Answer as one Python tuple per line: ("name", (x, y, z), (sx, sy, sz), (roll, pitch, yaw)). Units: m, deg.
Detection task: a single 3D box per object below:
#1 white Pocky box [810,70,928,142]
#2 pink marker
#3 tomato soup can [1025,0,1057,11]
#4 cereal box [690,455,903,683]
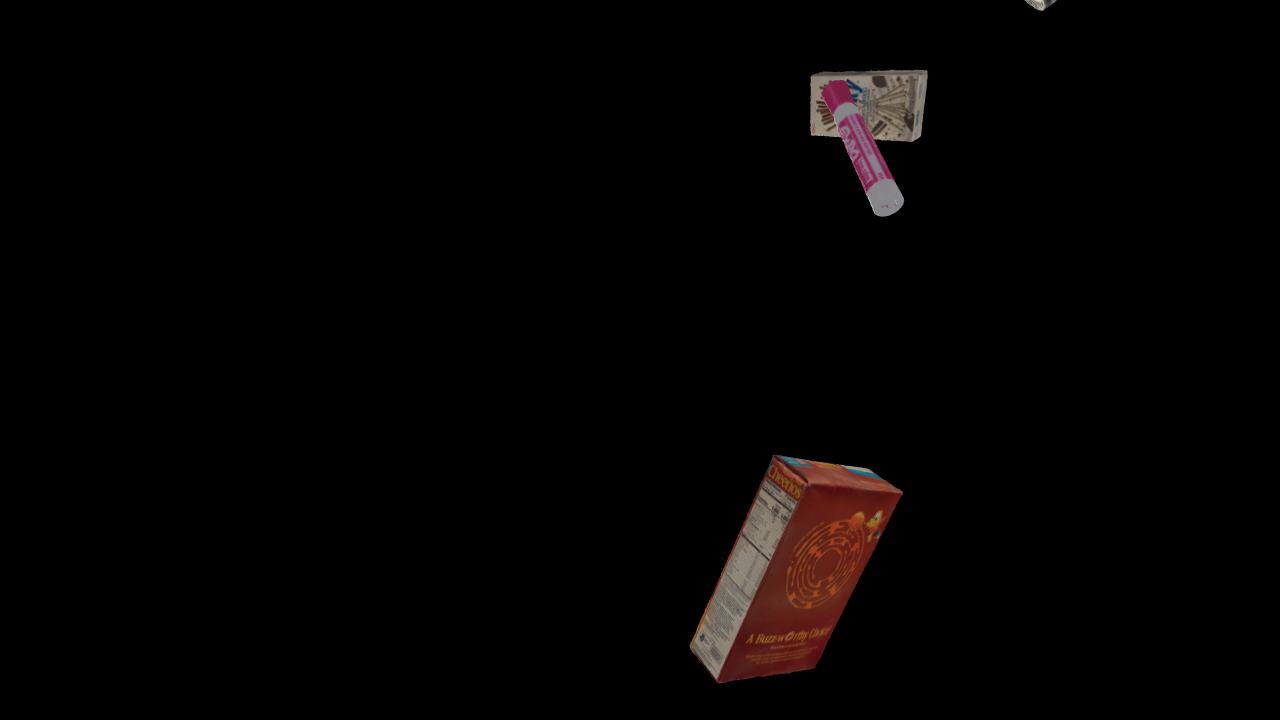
("white Pocky box", (0.303, -0.344, 0.830), (0.154, 0.084, 0.028), (22, 43, 40))
("pink marker", (0.148, -0.148, 0.417), (0.020, 0.121, 0.020), (-7, -30, -4))
("tomato soup can", (0.319, -0.317, 0.441), (0.101, 0.068, 0.068), (-39, -22, 31))
("cereal box", (0.214, 0.286, 0.845), (0.203, 0.306, 0.081), (12, 14, -34))
